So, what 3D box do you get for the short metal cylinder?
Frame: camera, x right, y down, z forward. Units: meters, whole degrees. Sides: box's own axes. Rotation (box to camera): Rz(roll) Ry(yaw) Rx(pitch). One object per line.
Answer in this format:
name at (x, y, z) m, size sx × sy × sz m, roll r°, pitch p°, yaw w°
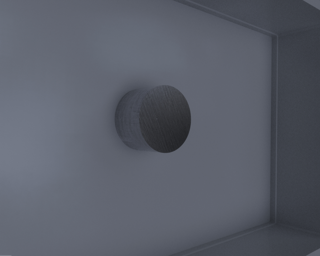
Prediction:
short metal cylinder at (-0.008, -0.011, 0.383) m, size 0.081 × 0.050 × 0.080 m, roll 0°, pitch 90°, yaw -40°
